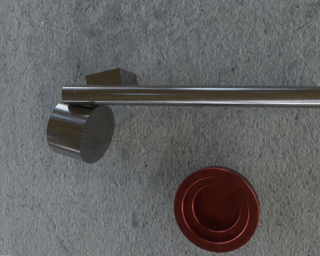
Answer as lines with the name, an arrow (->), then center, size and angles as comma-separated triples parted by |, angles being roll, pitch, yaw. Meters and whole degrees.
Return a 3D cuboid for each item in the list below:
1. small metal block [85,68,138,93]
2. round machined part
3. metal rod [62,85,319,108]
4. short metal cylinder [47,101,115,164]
small metal block -> -0.064, -0.060, 0.418 | 0.050, 0.050, 0.025 | -9, 87, 20
round machined part -> 0.070, 0.094, 0.375 | 0.098, 0.042, 0.097 | 0, 90, 20
metal rod -> 0.032, -0.038, 0.367 | 0.301, 0.025, 0.025 | 1, 91, 8
short metal cylinder -> -0.104, 0.003, 0.416 | 0.050, 0.080, 0.080 | 15, 95, 19
